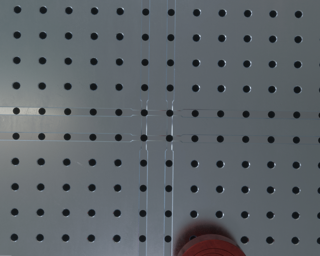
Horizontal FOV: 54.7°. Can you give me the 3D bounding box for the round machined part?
[{"bbox_3d":[0.067,0.187,0.405,0.099,0.042,0.097,0,90,0],"label":"round machined part"}]
